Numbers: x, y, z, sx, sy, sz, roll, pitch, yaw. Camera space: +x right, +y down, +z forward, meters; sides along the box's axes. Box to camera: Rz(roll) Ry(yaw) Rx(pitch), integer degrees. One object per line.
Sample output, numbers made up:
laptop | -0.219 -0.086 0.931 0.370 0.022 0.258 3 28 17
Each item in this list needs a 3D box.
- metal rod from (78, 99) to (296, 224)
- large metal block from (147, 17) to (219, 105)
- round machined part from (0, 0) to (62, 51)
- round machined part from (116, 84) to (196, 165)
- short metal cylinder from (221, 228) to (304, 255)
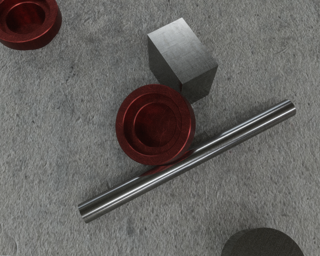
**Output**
metal rod | 0.041 0.037 0.394 0.302 0.025 0.025 -26 72 -9
large metal block | 0.027 -0.081 0.409 0.050 0.080 0.080 -30 73 -10
round machined part | -0.193 -0.155 0.454 0.099 0.042 0.098 0 70 0
round machined part | -0.002 -0.003 0.387 0.098 0.042 0.097 -2 84 22
short metal cylinder | 0.111 0.152 0.340 0.081 0.050 0.080 0 70 0
